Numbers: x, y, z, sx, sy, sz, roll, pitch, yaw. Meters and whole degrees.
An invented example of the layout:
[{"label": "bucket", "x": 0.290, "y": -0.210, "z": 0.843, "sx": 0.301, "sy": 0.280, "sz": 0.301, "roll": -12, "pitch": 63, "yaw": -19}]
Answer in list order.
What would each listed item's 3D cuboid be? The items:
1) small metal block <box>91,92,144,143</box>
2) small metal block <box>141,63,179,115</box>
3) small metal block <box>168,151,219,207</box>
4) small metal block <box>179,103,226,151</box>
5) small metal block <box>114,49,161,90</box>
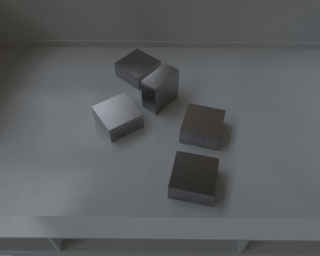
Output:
[{"label": "small metal block", "x": -0.057, "y": -0.015, "z": 0.417, "sx": 0.050, "sy": 0.025, "sz": 0.050, "roll": -27, "pitch": 55, "yaw": -21}, {"label": "small metal block", "x": 0.001, "y": -0.054, "z": 0.434, "sx": 0.025, "sy": 0.050, "sz": 0.050, "roll": 34, "pitch": 58, "yaw": 25}, {"label": "small metal block", "x": 0.039, "y": 0.058, "z": 0.357, "sx": 0.050, "sy": 0.025, "sz": 0.050, "roll": 10, "pitch": 51, "yaw": 8}, {"label": "small metal block", "x": 0.056, "y": -0.002, "z": 0.407, "sx": 0.050, "sy": 0.025, "sz": 0.050, "roll": 12, "pitch": 51, "yaw": 10}, {"label": "small metal block", "x": -0.034, "y": -0.092, "z": 0.482, "sx": 0.050, "sy": 0.025, "sz": 0.050, "roll": 34, "pitch": 58, "yaw": 25}]
